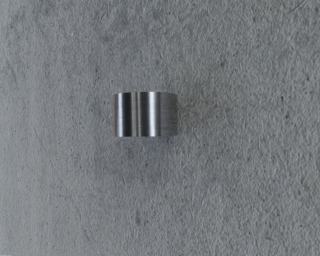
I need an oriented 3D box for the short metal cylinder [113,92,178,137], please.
[{"bbox_3d":[-0.018,-0.015,0.384,0.080,0.081,0.050,-1,90,39],"label":"short metal cylinder"}]
